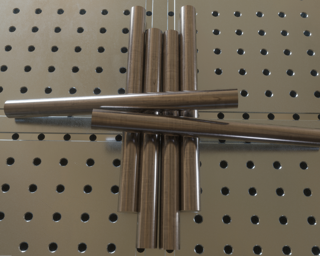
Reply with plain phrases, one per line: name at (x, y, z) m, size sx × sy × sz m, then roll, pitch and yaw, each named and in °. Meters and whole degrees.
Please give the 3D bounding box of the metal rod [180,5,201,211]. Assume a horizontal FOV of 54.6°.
metal rod at (0.040, -0.040, 0.426) m, size 0.025 × 0.025 × 0.299 m, roll 1°, pitch 70°, yaw 0°

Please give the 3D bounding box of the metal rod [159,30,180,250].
metal rod at (0.014, 0.001, 0.412) m, size 0.025 × 0.025 × 0.299 m, roll 1°, pitch 70°, yaw 0°

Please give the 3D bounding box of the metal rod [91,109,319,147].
metal rod at (0.069, 0.002, 0.390) m, size 0.302 × 0.025 × 0.025 m, roll 5°, pitch 70°, yaw -8°

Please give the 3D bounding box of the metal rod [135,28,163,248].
metal rod at (-0.012, -0.001, 0.411) m, size 0.025 × 0.025 × 0.299 m, roll 1°, pitch 70°, yaw 0°

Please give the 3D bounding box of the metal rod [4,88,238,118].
metal rod at (-0.055, -0.031, 0.398) m, size 0.301 × 0.025 × 0.025 m, roll -2°, pitch 70°, yaw 9°

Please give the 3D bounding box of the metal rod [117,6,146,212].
metal rod at (-0.036, -0.039, 0.425) m, size 0.025 × 0.025 × 0.299 m, roll 1°, pitch 70°, yaw 0°
